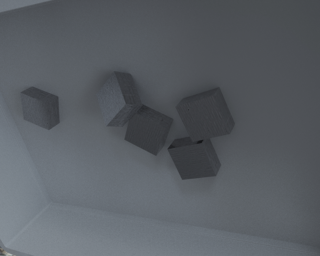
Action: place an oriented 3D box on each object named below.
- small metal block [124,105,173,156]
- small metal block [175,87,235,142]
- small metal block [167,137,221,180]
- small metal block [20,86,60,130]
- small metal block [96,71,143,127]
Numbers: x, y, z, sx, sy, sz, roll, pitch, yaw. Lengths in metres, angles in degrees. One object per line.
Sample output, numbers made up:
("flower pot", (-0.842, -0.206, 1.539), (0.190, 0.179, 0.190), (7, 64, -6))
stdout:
("small metal block", (-0.016, 0.002, 0.417), (0.050, 0.025, 0.050), (26, 128, 11))
("small metal block", (0.054, -0.015, 0.370), (0.050, 0.025, 0.050), (-15, 111, 34))
("small metal block", (0.046, 0.038, 0.407), (0.050, 0.025, 0.050), (-13, 112, 33))
("small metal block", (-0.187, -0.031, 0.486), (0.050, 0.025, 0.050), (21, 126, 15))
("small metal block", (-0.053, -0.036, 0.397), (0.050, 0.025, 0.050), (-42, 59, 39))
